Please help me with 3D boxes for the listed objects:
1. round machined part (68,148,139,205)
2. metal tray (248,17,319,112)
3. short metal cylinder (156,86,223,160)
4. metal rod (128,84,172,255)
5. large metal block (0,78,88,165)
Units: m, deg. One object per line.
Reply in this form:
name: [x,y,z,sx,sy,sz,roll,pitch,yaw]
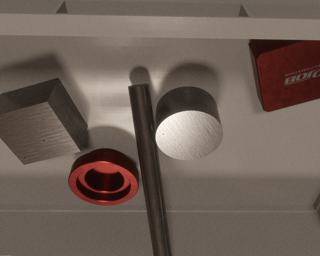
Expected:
round machined part: [-0.080,0.068,0.454,0.099,0.042,0.097,-1,130,0]
metal tray: [0.171,-0.073,0.339,0.130,0.030,0.090,-16,136,12]
short metal cylinder: [0.035,-0.005,0.389,0.081,0.050,0.079,0,130,0]
metal rod: [-0.007,0.092,0.406,0.025,0.025,0.298,-6,105,5]
large metal block: [-0.148,-0.007,0.385,0.080,0.050,0.080,-13,129,10]
